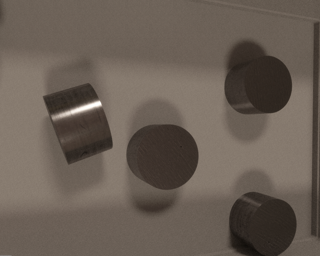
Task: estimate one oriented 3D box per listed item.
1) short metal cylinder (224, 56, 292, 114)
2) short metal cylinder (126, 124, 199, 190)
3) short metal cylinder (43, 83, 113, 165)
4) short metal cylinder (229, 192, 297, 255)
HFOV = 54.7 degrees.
[{"bbox_3d":[0.142,-0.060,0.451,0.081,0.050,0.079,0,90,-21],"label":"short metal cylinder"},{"bbox_3d":[0.002,0.035,0.399,0.081,0.050,0.079,0,90,-21],"label":"short metal cylinder"},{"bbox_3d":[-0.092,-0.005,0.348,0.050,0.080,0.080,-21,97,-19],"label":"short metal cylinder"},{"bbox_3d":[0.150,0.139,0.455,0.081,0.050,0.079,0,90,-21],"label":"short metal cylinder"}]
